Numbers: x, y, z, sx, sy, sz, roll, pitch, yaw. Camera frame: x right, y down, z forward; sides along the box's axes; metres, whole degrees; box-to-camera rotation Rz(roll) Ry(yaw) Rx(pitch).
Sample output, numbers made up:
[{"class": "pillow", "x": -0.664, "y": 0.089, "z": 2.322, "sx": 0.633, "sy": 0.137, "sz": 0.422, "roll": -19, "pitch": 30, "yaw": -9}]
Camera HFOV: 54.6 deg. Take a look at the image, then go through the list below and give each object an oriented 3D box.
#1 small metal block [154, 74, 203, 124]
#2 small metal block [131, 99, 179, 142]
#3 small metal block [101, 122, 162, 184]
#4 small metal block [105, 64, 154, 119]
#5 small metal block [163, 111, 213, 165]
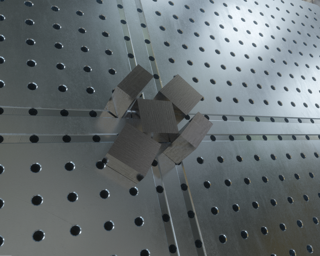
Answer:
[{"class": "small metal block", "x": 0.026, "y": -0.042, "z": 0.447, "sx": 0.050, "sy": 0.025, "sz": 0.050, "roll": 43, "pitch": 51, "yaw": 1}, {"class": "small metal block", "x": -0.007, "y": -0.009, "z": 0.409, "sx": 0.050, "sy": 0.025, "sz": 0.050, "roll": 3, "pitch": 59, "yaw": -25}, {"class": "small metal block", "x": -0.033, "y": 0.030, "z": 0.371, "sx": 0.050, "sy": 0.025, "sz": 0.050, "roll": 33, "pitch": 51, "yaw": -7}, {"class": "small metal block", "x": -0.040, "y": -0.046, "z": 0.398, "sx": 0.025, "sy": 0.050, "sz": 0.050, "roll": 38, "pitch": 52, "yaw": -4}, {"class": "small metal block", "x": 0.036, "y": 0.013, "z": 0.402, "sx": 0.025, "sy": 0.050, "sz": 0.050, "roll": 41, "pitch": 51, "yaw": 0}]
